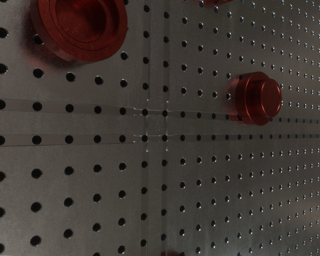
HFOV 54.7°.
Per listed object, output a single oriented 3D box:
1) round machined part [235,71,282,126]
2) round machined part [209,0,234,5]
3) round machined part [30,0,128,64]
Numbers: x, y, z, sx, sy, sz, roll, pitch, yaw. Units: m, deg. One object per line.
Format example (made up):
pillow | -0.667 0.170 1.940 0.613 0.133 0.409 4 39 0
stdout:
round machined part | 0.182 -0.052 0.554 0.099 0.042 0.097 0 90 -40
round machined part | 0.101 -0.249 0.485 0.099 0.042 0.097 0 90 -40
round machined part | -0.087 -0.116 0.327 0.099 0.042 0.097 0 90 -40
